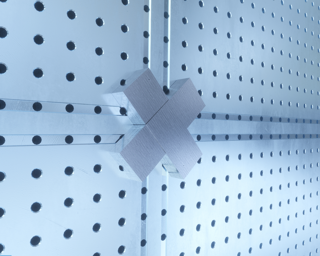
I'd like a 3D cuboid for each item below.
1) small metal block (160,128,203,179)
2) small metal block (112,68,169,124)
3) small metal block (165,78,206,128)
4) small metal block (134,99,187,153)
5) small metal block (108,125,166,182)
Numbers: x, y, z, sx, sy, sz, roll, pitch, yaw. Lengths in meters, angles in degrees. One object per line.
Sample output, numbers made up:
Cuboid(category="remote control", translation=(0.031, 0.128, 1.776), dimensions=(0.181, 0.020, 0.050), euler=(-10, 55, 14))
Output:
Cuboid(category="small metal block", translation=(0.027, 0.035, 0.434), dimensions=(0.050, 0.025, 0.050), euler=(-49, 119, -29))
Cuboid(category="small metal block", translation=(-0.024, -0.040, 0.391), dimensions=(0.050, 0.025, 0.050), euler=(-49, 119, -29))
Cuboid(category="small metal block", translation=(0.031, -0.035, 0.437), dimensions=(0.050, 0.025, 0.050), euler=(-49, 119, -29))
Cuboid(category="small metal block", translation=(0.002, -0.002, 0.412), dimensions=(0.050, 0.025, 0.050), euler=(-49, 119, -29))
Cuboid(category="small metal block", translation=(-0.027, 0.031, 0.388), dimensions=(0.050, 0.025, 0.050), euler=(-49, 119, -29))
